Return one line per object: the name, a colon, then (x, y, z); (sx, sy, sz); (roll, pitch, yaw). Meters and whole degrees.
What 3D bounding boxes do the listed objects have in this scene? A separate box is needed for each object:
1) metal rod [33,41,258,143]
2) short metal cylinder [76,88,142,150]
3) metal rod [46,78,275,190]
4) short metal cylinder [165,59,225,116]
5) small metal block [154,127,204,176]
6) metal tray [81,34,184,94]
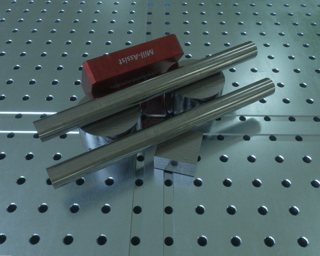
metal rod: (-0.002, -0.053, 0.385); (0.302, 0.025, 0.025); (-24, 54, -19)
short metal cylinder: (-0.063, -0.005, 0.395); (0.081, 0.050, 0.080); (0, 50, 0)
metal rod: (0.016, -0.002, 0.375); (0.302, 0.025, 0.025); (-23, 54, -19)
short metal cylinder: (0.047, -0.052, 0.436); (0.081, 0.050, 0.080); (0, 50, 0)
small metal block: (0.024, 0.027, 0.384); (0.050, 0.025, 0.050); (12, 51, 9)
metal tray: (-0.041, -0.081, 0.431); (0.131, 0.090, 0.030); (-23, 86, -19)
